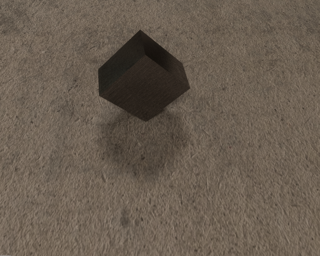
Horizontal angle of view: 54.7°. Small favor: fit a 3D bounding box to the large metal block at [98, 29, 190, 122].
[{"bbox_3d":[-0.022,-0.064,0.399,0.080,0.080,0.050,-36,45,27],"label":"large metal block"}]
